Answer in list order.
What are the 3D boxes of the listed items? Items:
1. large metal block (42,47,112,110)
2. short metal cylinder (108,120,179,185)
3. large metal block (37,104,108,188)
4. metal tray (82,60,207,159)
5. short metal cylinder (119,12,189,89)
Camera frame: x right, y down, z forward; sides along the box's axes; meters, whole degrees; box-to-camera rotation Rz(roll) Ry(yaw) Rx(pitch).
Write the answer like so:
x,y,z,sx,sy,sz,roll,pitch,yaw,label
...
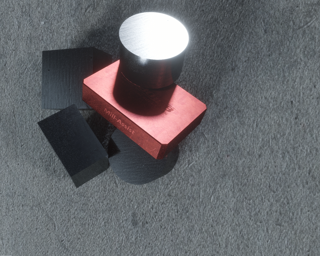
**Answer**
x,y,z,sx,sy,sz,roll,pitch,yaw,label
-0.116,-0.066,0.436,0.080,0.050,0.080,1,90,20,large metal block
-0.020,0.030,0.405,0.080,0.050,0.080,0,90,20,short metal cylinder
-0.113,0.027,0.413,0.050,0.080,0.080,-32,78,-19,large metal block
-0.020,-0.032,0.384,0.130,0.091,0.030,37,142,16,metal tray
-0.009,-0.095,0.379,0.081,0.050,0.080,3,57,-5,short metal cylinder
